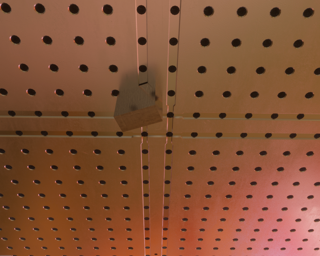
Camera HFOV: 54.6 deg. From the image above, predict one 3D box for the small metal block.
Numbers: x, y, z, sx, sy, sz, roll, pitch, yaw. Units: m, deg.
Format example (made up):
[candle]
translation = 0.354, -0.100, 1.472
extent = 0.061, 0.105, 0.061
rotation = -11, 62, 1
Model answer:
[small metal block]
translation = -0.025, -0.026, 0.372
extent = 0.050, 0.050, 0.025
rotation = -15, 129, 12
